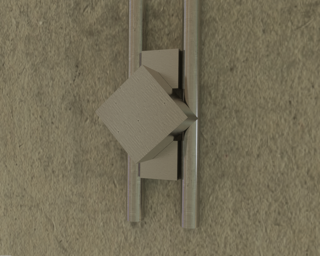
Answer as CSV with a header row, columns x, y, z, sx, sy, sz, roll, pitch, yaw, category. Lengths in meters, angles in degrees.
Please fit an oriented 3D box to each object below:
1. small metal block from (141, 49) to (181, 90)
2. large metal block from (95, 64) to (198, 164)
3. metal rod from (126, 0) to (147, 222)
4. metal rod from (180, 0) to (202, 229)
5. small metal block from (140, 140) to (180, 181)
x,y,z,sx,sy,sz,roll,pitch,yaw,category
0.004,-0.075,0.407,0.050,0.025,0.050,1,90,19,small metal block
-0.015,-0.015,0.373,0.080,0.050,0.080,-43,77,15,large metal block
-0.032,-0.025,0.421,0.025,0.025,0.298,1,90,19,metal rod
0.040,-0.024,0.396,0.025,0.025,0.298,1,90,19,metal rod
0.002,0.041,0.407,0.050,0.025,0.050,1,90,19,small metal block
